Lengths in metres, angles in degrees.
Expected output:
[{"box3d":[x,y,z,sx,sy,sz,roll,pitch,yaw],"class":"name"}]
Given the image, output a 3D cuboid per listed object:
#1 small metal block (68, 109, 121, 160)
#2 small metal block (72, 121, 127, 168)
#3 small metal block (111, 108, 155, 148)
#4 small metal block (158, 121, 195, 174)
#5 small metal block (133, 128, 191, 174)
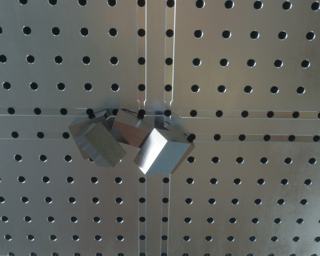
[{"box3d":[-0.086,0.009,0.416,0.050,0.025,0.050,-18,109,6],"class":"small metal block"},{"box3d":[-0.074,0.021,0.377,0.025,0.050,0.050,-46,108,-25],"class":"small metal block"},{"box3d":[-0.035,0.001,0.400,0.050,0.050,0.025,18,109,-7],"class":"small metal block"},{"box3d":[0.011,0.027,0.424,0.050,0.025,0.050,34,106,-12],"class":"small metal block"},{"box3d":[0.003,0.030,0.383,0.050,0.025,0.050,11,118,-52],"class":"small metal block"}]
